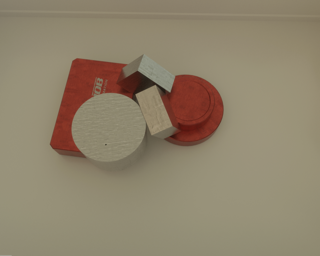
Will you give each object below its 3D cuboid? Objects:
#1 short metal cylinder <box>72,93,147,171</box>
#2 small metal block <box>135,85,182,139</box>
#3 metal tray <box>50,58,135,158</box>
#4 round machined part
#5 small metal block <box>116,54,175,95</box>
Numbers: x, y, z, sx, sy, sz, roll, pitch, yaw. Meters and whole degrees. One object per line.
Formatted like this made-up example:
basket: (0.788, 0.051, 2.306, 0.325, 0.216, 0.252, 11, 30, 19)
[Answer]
short metal cylinder: (-0.056, 0.006, 0.360, 0.081, 0.050, 0.080, 0, 70, 0)
small metal block: (0.000, -0.017, 0.359, 0.025, 0.050, 0.050, -24, 78, 11)
metal tray: (-0.082, -0.025, 0.411, 0.091, 0.030, 0.130, 7, 70, 2)
round machined part: (0.035, -0.029, 0.409, 0.099, 0.042, 0.098, 0, 70, -1)
small metal block: (-0.018, -0.060, 0.389, 0.050, 0.050, 0.025, 31, 62, -28)
